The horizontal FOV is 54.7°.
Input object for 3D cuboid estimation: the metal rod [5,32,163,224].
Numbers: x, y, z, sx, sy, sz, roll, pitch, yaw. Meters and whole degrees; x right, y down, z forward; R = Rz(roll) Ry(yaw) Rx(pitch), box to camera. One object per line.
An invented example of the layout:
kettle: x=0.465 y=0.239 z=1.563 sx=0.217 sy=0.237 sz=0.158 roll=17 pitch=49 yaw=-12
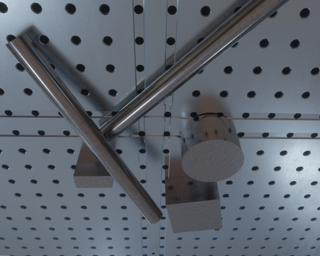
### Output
metal rod: x=-0.080 y=0.018 z=0.393 sx=0.025 sy=0.025 sz=0.299 roll=-24 pitch=117 yaw=18

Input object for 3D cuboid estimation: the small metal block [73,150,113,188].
small metal block: x=-0.092 y=0.058 z=0.444 sx=0.050 sy=0.050 sz=0.025 roll=0 pitch=130 yaw=0

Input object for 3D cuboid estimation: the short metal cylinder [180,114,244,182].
short metal cylinder: x=0.069 y=0.028 z=0.420 sx=0.081 sy=0.050 sz=0.079 roll=-1 pitch=130 yaw=0

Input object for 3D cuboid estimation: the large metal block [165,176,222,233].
large metal block: x=0.055 y=0.123 z=0.501 sx=0.080 sy=0.050 sz=0.080 roll=-8 pitch=130 yaw=6

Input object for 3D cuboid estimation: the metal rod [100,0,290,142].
metal rod: x=0.030 y=-0.068 z=0.353 sx=0.299 sy=0.025 sz=0.025 roll=-37 pitch=122 yaw=26
